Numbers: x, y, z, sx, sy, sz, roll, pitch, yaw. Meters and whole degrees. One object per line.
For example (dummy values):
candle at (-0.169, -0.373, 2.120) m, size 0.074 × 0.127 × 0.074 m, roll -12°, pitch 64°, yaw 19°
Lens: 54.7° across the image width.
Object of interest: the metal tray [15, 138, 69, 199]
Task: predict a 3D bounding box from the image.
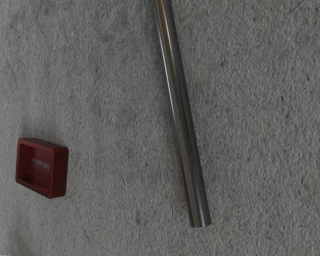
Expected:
metal tray at (-0.225, 0.071, 0.583) m, size 0.130 × 0.030 × 0.089 m, roll 9°, pitch 96°, yaw 39°

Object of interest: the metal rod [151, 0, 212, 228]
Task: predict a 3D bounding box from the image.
metal rod at (0.024, -0.032, 0.383) m, size 0.025 × 0.025 × 0.298 m, roll -16°, pitch 80°, yaw 38°
